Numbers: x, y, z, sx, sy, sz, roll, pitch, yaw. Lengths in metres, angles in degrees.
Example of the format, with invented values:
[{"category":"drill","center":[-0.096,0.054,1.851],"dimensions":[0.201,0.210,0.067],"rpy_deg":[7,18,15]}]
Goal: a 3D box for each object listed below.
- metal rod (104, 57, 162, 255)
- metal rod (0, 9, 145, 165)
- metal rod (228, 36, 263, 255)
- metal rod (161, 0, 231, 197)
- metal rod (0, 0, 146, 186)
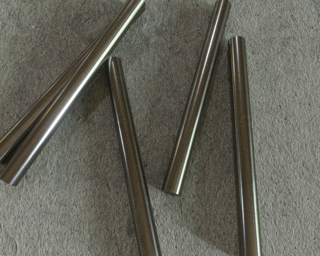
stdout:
[{"category":"metal rod","center":[-0.035,0.042,0.392],"dimensions":[0.025,0.025,0.299],"rpy_deg":[-12,70,-4]},{"category":"metal rod","center":[-0.120,-0.075,0.434],"dimensions":[0.025,0.025,0.300],"rpy_deg":[34,73,11]},{"category":"metal rod","center":[0.108,0.013,0.403],"dimensions":[0.025,0.025,0.299],"rpy_deg":[1,70,0]},{"category":"metal rod","center":[0.055,-0.055,0.428],"dimensions":[0.025,0.025,0.299],"rpy_deg":[15,71,5]},{"category":"metal rod","center":[-0.110,-0.058,0.413],"dimensions":[0.025,0.025,0.300],"rpy_deg":[30,78,10]}]
